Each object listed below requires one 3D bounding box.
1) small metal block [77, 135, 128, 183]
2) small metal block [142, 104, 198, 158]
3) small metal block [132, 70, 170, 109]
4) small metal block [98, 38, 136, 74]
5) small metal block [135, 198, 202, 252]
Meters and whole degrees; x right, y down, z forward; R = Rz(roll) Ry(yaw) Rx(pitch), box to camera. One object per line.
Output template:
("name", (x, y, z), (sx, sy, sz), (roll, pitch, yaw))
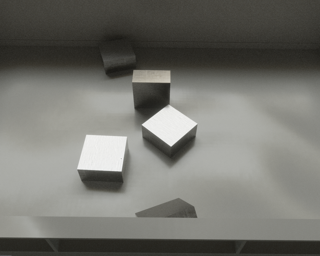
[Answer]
("small metal block", (-0.067, 0.037, 0.374), (0.050, 0.025, 0.050), (3, 50, 2))
("small metal block", (0.012, 0.003, 0.403), (0.050, 0.025, 0.050), (36, 58, 26))
("small metal block", (-0.011, -0.053, 0.434), (0.050, 0.050, 0.025), (1, 50, 0))
("small metal block", (-0.070, -0.118, 0.503), (0.050, 0.025, 0.050), (-13, 52, -12))
("small metal block", (0.006, 0.093, 0.307), (0.050, 0.050, 0.025), (-16, 91, -14))
